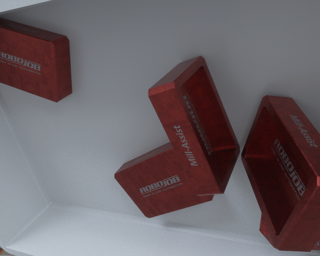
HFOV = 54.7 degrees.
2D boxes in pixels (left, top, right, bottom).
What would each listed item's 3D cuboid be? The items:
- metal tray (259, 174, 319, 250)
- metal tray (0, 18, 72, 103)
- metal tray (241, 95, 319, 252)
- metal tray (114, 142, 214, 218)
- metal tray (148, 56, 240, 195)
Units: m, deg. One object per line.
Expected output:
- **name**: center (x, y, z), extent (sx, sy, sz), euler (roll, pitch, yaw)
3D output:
- **metal tray**: center (0.173, 0.074, 0.311), extent (0.130, 0.090, 0.030), euler (-13, 129, 38)
- **metal tray**: center (-0.191, -0.098, 0.443), extent (0.130, 0.030, 0.089), euler (19, 126, 16)
- **metal tray**: center (0.121, 0.038, 0.300), extent (0.030, 0.130, 0.089), euler (5, 125, -6)
- **metal tray**: center (0.006, 0.076, 0.448), extent (0.130, 0.030, 0.090), euler (-28, 104, 37)
- **metal tray**: center (0.044, -0.003, 0.340), extent (0.030, 0.090, 0.129), euler (-14, 112, 33)
